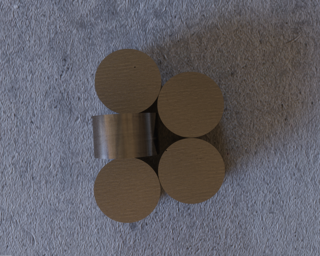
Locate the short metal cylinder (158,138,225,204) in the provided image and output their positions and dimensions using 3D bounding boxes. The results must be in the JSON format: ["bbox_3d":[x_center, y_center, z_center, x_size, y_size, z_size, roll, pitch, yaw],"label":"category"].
[{"bbox_3d":[0.038,0.051,0.398,0.080,0.050,0.080,0,91,1],"label":"short metal cylinder"}]

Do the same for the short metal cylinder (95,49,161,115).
[{"bbox_3d":[-0.038,-0.056,0.398,0.080,0.050,0.080,0,90,1],"label":"short metal cylinder"}]

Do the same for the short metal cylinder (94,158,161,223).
[{"bbox_3d":[-0.039,0.074,0.398,0.080,0.050,0.080,0,90,1],"label":"short metal cylinder"}]

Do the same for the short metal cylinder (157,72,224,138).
[{"bbox_3d":[0.037,-0.029,0.398,0.081,0.050,0.080,0,91,0],"label":"short metal cylinder"}]

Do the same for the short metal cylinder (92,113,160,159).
[{"bbox_3d":[-0.042,0.009,0.383,0.080,0.080,0.050,-3,90,0],"label":"short metal cylinder"}]
